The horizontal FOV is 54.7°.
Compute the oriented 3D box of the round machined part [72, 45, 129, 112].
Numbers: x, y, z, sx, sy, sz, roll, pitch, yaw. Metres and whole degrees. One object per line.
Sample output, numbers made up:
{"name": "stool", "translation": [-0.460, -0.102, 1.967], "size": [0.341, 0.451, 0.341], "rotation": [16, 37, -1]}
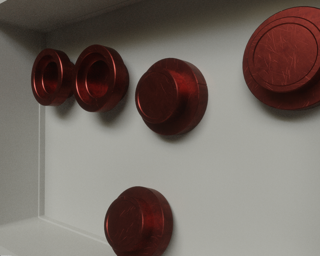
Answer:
{"name": "round machined part", "translation": [-0.084, -0.072, 0.463], "size": [0.098, 0.042, 0.097], "rotation": [0, 90, 39]}

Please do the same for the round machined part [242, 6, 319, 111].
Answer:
{"name": "round machined part", "translation": [0.124, -0.066, 0.293], "size": [0.098, 0.042, 0.097], "rotation": [0, 90, 39]}

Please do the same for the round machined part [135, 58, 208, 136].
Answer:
{"name": "round machined part", "translation": [0.007, -0.039, 0.388], "size": [0.098, 0.042, 0.097], "rotation": [0, 90, 39]}

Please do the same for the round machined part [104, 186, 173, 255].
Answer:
{"name": "round machined part", "translation": [-0.035, 0.125, 0.406], "size": [0.098, 0.042, 0.098], "rotation": [-15, 65, 34]}

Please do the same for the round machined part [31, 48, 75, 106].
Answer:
{"name": "round machined part", "translation": [-0.181, -0.086, 0.542], "size": [0.098, 0.042, 0.097], "rotation": [0, 90, 39]}
